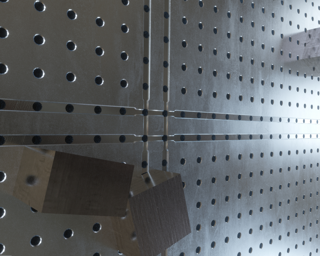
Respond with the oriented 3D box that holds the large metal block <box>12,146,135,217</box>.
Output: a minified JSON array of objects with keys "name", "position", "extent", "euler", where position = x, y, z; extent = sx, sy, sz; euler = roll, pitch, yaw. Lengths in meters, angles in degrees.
[{"name":"large metal block","position":[-0.085,0.051,0.303],"extent":[0.081,0.080,0.050],"euler":[17,80,-39]}]

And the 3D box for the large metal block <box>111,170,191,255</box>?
[{"name":"large metal block","position":[-0.013,0.105,0.384],"extent":[0.081,0.050,0.079],"euler":[-18,102,-39]}]

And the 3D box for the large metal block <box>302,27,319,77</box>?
[{"name":"large metal block","position":[0.377,-0.175,0.713],"extent":[0.080,0.050,0.080],"euler":[30,71,-36]}]
